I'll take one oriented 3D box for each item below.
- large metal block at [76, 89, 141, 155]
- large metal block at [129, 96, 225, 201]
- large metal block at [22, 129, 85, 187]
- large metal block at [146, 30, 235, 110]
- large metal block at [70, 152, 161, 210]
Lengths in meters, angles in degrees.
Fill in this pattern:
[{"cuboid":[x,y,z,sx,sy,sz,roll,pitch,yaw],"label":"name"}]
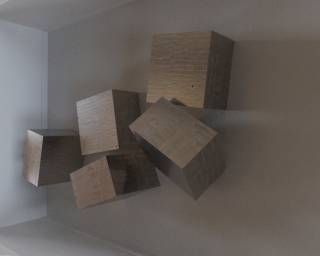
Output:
[{"cuboid":[-0.073,-0.006,0.451,0.080,0.050,0.080,-12,82,39],"label":"large metal block"},{"cuboid":[0.021,0.024,0.345,0.050,0.080,0.080,-43,55,-15],"label":"large metal block"},{"cuboid":[-0.174,0.046,0.515,0.050,0.081,0.079,16,100,39],"label":"large metal block"},{"cuboid":[0.034,-0.065,0.362,0.080,0.050,0.079,10,96,39],"label":"large metal block"},{"cuboid":[-0.061,0.071,0.421,0.080,0.081,0.050,-27,73,37],"label":"large metal block"}]
